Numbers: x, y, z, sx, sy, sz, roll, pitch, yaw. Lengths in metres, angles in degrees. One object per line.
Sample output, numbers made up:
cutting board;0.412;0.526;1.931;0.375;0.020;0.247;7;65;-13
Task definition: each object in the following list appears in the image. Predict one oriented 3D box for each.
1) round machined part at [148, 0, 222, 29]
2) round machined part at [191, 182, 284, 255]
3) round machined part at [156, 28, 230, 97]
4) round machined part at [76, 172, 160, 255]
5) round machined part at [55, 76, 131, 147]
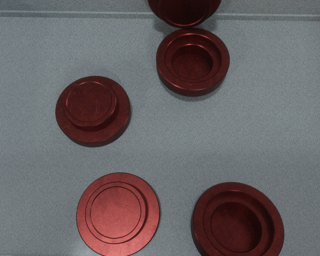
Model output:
round machined part;0.032;-0.171;0.407;0.099;0.098;0.042;2;62;1
round machined part;0.084;0.114;0.350;0.099;0.042;0.098;2;54;-2
round machined part;0.044;-0.087;0.433;0.099;0.042;0.098;0;70;0
round machined part;-0.049;0.100;0.364;0.099;0.042;0.098;0;70;0
round machined part;-0.089;-0.027;0.410;0.099;0.042;0.098;0;70;0
